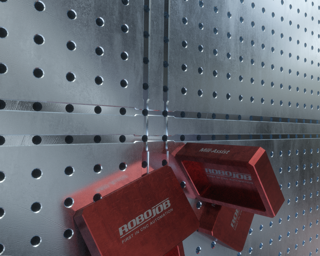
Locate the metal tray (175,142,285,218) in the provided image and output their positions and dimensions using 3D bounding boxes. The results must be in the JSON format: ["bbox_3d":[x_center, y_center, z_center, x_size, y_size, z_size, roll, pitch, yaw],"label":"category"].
[{"bbox_3d":[0.090,0.066,0.419,0.030,0.130,0.090,-43,116,-32],"label":"metal tray"}]

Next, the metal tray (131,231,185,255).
[{"bbox_3d":[-0.022,0.199,0.389,0.131,0.030,0.089,-18,101,-39],"label":"metal tray"}]

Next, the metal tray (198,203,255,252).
[{"bbox_3d":[0.121,0.125,0.510,0.090,0.030,0.130,40,66,-33],"label":"metal tray"}]

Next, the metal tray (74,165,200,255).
[{"bbox_3d":[-0.023,0.110,0.369,0.131,0.030,0.090,-23,83,-38],"label":"metal tray"}]
